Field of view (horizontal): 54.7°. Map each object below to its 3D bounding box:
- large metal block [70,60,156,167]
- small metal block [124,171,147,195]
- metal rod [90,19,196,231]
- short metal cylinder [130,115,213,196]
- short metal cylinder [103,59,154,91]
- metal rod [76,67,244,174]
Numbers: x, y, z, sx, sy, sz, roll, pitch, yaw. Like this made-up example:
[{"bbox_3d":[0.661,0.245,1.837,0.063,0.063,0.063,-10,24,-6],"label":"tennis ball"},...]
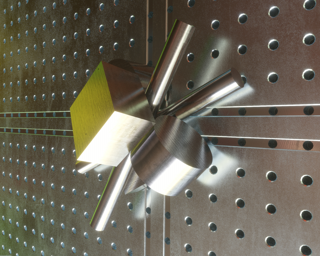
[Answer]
[{"bbox_3d":[-0.058,-0.015,0.354,0.080,0.050,0.080,-48,45,30],"label":"large metal block"},{"bbox_3d":[-0.032,0.059,0.431,0.050,0.025,0.050,-34,69,34],"label":"small metal block"},{"bbox_3d":[-0.030,0.010,0.397,0.025,0.025,0.298,37,112,33],"label":"metal rod"},{"bbox_3d":[0.013,0.031,0.358,0.050,0.081,0.080,-51,60,29],"label":"short metal cylinder"},{"bbox_3d":[-0.041,-0.050,0.422,0.080,0.050,0.079,0,90,40],"label":"short metal cylinder"},{"bbox_3d":[-0.022,0.004,0.423,0.299,0.025,0.025,-29,72,36],"label":"metal rod"}]
